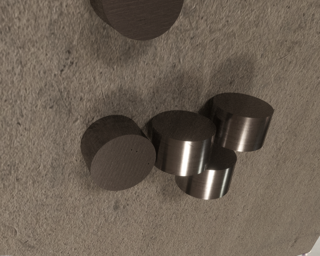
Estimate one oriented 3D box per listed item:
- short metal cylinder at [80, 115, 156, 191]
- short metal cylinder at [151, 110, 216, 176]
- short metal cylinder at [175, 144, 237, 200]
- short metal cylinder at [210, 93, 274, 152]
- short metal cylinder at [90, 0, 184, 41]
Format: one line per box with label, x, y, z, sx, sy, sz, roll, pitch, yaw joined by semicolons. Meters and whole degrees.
short metal cylinder;-0.052;0.030;0.382;0.081;0.050;0.079;-14;125;-21
short metal cylinder;0.028;0.017;0.399;0.081;0.080;0.050;-9;122;-24
short metal cylinder;0.064;0.056;0.443;0.081;0.080;0.050;-8;122;-25
short metal cylinder;0.109;-0.010;0.427;0.081;0.080;0.050;-8;122;-25
short metal cylinder;-0.024;-0.131;0.298;0.081;0.050;0.079;-14;125;-21
